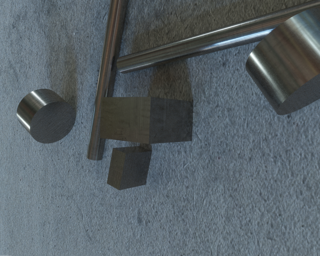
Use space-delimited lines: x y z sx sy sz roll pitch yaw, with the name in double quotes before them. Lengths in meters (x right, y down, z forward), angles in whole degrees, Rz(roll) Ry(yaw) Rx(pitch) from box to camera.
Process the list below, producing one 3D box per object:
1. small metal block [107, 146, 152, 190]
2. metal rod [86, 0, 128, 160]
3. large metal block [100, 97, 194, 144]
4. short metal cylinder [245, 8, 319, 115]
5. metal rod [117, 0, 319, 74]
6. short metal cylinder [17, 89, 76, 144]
"small metal block" -0.041 0.053 0.423 0.025 0.050 0.050 18 102 38
"metal rod" -0.077 -0.097 0.468 0.025 0.025 0.298 18 101 38
"large metal block" -0.016 -0.010 0.382 0.080 0.081 0.050 4 93 40
"short metal cylinder" 0.123 -0.054 0.268 0.080 0.081 0.050 -42 65 32
"metal rod" 0.062 -0.100 0.353 0.300 0.025 0.025 -4 87 39
"short metal cylinder" -0.193 -0.020 0.529 0.050 0.081 0.079 36 112 34
